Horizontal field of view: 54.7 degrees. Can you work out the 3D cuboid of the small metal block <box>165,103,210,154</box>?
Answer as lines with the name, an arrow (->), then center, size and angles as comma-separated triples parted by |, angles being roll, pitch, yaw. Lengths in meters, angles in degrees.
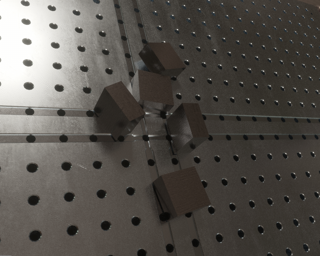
small metal block -> 0.035, 0.001, 0.412 | 0.025, 0.050, 0.050 | -1, 62, -29

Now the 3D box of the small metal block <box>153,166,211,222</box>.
small metal block -> 0.026, 0.079, 0.376 | 0.050, 0.025, 0.050 | -10, 67, -33

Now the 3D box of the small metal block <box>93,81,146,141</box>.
small metal block -> -0.051, -0.020, 0.378 | 0.025, 0.050, 0.050 | -30, 79, -38

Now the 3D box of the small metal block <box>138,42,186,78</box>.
small metal block -> 0.004, -0.102, 0.468 | 0.050, 0.025, 0.050 | -18, 71, -48

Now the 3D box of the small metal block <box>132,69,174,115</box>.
small metal block -> -0.011, -0.050, 0.434 | 0.050, 0.025, 0.050 | 8, 58, -24
